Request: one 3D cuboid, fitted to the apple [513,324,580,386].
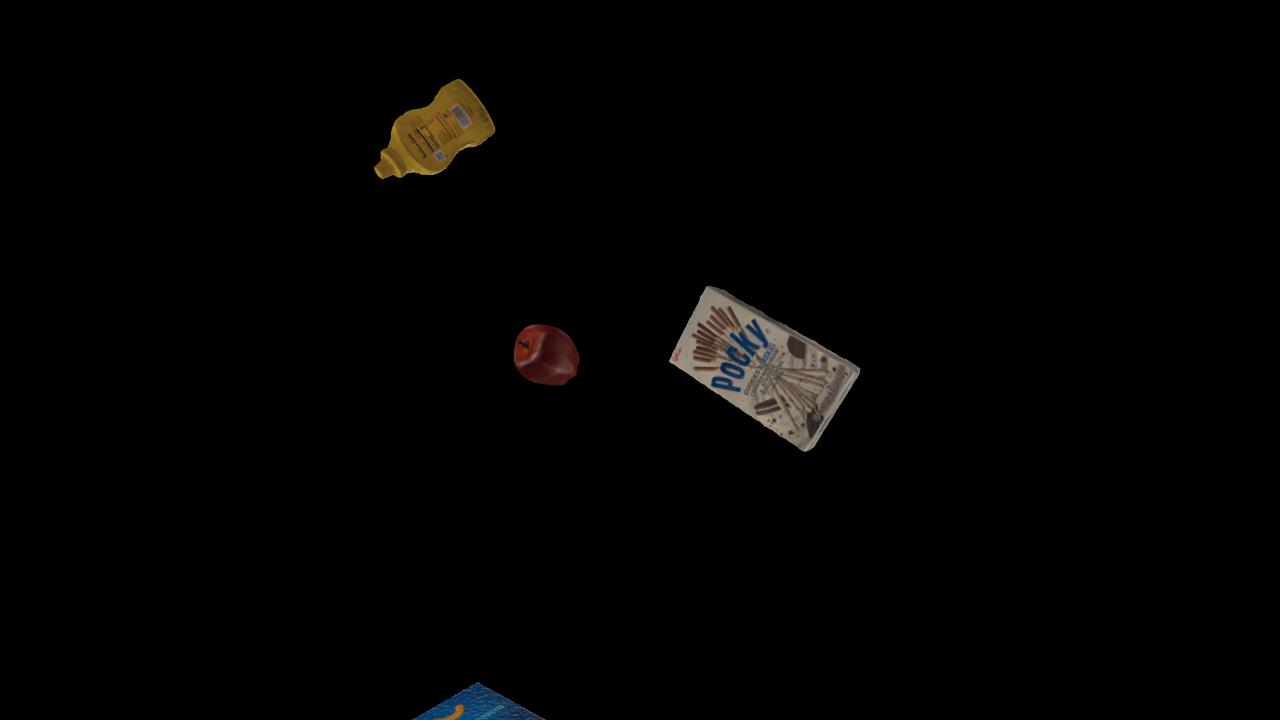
[{"bbox_3d":[-0.122,-0.007,0.804,0.079,0.079,0.093,0,-22,41],"label":"apple"}]

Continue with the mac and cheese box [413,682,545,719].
[{"bbox_3d":[-0.087,0.298,0.436,0.184,0.041,0.093,6,4,34],"label":"mac and cheese box"}]

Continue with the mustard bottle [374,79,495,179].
[{"bbox_3d":[-0.303,-0.318,0.883,0.184,0.092,0.054,-46,32,-21],"label":"mustard bottle"}]

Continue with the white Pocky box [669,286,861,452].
[{"bbox_3d":[0.106,0.004,0.549,0.154,0.084,0.028,34,18,26],"label":"white Pocky box"}]
